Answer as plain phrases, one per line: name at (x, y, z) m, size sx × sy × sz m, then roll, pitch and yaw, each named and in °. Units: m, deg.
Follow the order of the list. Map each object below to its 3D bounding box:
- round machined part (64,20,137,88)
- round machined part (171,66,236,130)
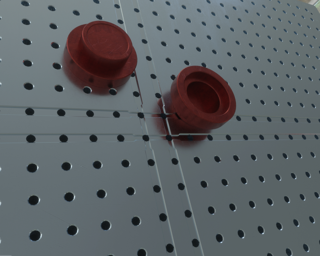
round machined part at (-0.076, -0.107, 0.422) m, size 0.099 × 0.042 × 0.098 m, roll 14°, pitch 56°, yaw -21°
round machined part at (0.059, -0.040, 0.456) m, size 0.099 × 0.042 × 0.098 m, roll 14°, pitch 56°, yaw -21°
